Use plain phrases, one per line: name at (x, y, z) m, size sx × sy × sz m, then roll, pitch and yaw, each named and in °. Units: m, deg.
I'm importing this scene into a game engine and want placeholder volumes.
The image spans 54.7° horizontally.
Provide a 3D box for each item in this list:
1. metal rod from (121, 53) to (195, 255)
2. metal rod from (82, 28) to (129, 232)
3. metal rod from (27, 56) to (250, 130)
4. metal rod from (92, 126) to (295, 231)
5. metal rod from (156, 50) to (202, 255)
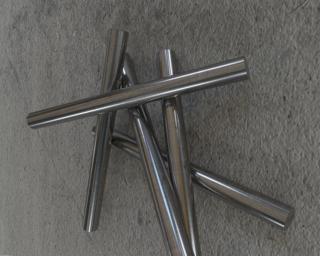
metal rod at (-0.015, 0.017, 0.369) m, size 0.025 × 0.025 × 0.299 m, roll -43°, pitch 49°, yaw 32°
metal rod at (-0.080, 0.015, 0.436) m, size 0.025 × 0.025 × 0.298 m, roll 26°, pitch 113°, yaw 37°
metal rod at (-0.045, -0.036, 0.380) m, size 0.300 × 0.025 × 0.025 m, roll -11°, pitch 83°, yaw 24°
metal rod at (0.015, 0.047, 0.392) m, size 0.300 × 0.025 × 0.025 m, roll 21°, pitch 103°, yaw 38°
metal rod at (0.022, 0.047, 0.354) m, size 0.025 × 0.025 × 0.299 m, roll -20°, pitch 67°, yaw 38°
